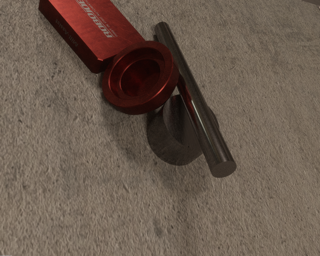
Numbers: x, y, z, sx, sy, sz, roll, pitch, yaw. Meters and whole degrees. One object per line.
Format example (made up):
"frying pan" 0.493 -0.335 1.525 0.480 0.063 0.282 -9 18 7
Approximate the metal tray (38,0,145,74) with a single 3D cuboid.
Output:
"metal tray" -0.095 -0.146 0.440 0.130 0.030 0.091 50 51 6

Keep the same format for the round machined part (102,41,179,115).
"round machined part" -0.021 -0.060 0.397 0.042 0.098 0.098 47 33 -55

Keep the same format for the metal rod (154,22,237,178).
"metal rod" 0.032 -0.061 0.401 0.025 0.025 0.300 10 39 -23

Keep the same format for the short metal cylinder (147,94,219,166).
"short metal cylinder" 0.029 0.003 0.404 0.081 0.050 0.080 14 56 -21
